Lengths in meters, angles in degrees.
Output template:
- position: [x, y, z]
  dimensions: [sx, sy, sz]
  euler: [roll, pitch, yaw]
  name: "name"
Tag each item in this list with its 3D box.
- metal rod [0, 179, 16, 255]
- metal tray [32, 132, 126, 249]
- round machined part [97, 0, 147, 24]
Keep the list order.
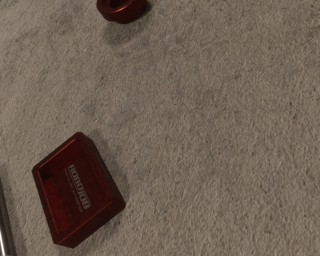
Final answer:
- position: [-0.205, 0.164, 0.408]
  dimensions: [0.025, 0.025, 0.300]
  euler: [-39, 51, 2]
  name: "metal rod"
- position: [-0.112, 0.077, 0.410]
  dimensions: [0.090, 0.030, 0.130]
  euler: [-39, 51, 1]
  name: "metal tray"
- position: [-0.063, -0.230, 0.565]
  dimensions: [0.098, 0.042, 0.098]
  euler: [-13, 56, 20]
  name: "round machined part"
